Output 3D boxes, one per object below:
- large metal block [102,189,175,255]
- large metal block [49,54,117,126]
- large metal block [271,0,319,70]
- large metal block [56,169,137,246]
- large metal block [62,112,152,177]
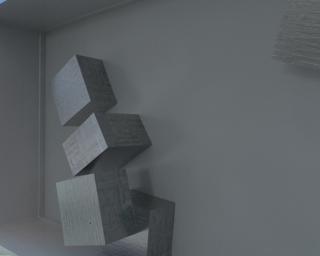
[{"bbox_3d":[-0.029,0.133,0.413,0.080,0.050,0.079,7,94,39],"label":"large metal block"},{"bbox_3d":[-0.123,-0.056,0.489,0.080,0.050,0.080,-33,70,35],"label":"large metal block"},{"bbox_3d":[0.151,-0.089,0.256,0.080,0.050,0.079,25,117,37],"label":"large metal block"},{"bbox_3d":[-0.081,0.100,0.390,0.080,0.050,0.080,-18,78,38],"label":"large metal block"},{"bbox_3d":[-0.073,0.022,0.429,0.080,0.081,0.050,-38,67,33],"label":"large metal block"}]
